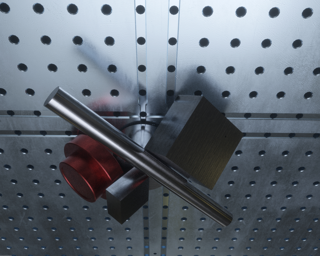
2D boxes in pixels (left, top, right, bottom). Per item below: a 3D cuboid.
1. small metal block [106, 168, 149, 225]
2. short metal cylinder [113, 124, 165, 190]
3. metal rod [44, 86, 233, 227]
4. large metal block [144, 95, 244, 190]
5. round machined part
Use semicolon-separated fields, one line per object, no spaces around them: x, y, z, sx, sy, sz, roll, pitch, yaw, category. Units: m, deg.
-0.040;0.086;0.395;0.025;0.050;0.050;31;137;28;small metal block
-0.024;0.041;0.425;0.081;0.050;0.079;0;130;0;short metal cylinder
-0.006;0.050;0.384;0.025;0.025;0.301;-36;122;26;metal rod
0.042;0.016;0.376;0.080;0.050;0.080;39;77;-28;large metal block
-0.095;0.060;0.412;0.098;0.042;0.097;28;141;26;round machined part
